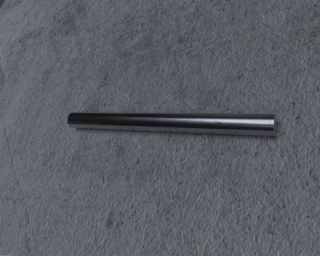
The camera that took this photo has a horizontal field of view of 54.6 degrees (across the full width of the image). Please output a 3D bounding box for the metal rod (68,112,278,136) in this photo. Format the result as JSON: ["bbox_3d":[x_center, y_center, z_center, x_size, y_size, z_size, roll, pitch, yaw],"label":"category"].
[{"bbox_3d":[-0.004,-0.008,0.413,0.300,0.025,0.025,2,63,29],"label":"metal rod"}]
